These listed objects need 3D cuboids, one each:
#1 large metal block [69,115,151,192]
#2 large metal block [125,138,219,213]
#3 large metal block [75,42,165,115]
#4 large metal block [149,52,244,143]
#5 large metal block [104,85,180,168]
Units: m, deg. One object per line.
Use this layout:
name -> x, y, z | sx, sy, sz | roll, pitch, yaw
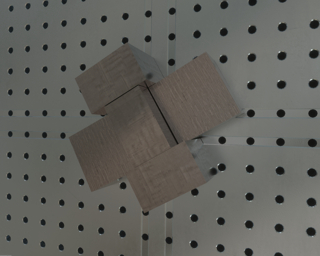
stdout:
large metal block -> -0.064, 0.031, 0.423 | 0.080, 0.050, 0.080 | -28, 80, 18
large metal block -> 0.018, 0.055, 0.377 | 0.080, 0.080, 0.050 | -30, 80, 17
large metal block -> -0.046, -0.057, 0.399 | 0.080, 0.080, 0.050 | -30, 80, 18
large metal block -> 0.046, -0.034, 0.383 | 0.080, 0.050, 0.080 | -30, 82, 17
large metal block -> -0.013, -0.002, 0.388 | 0.050, 0.080, 0.080 | -30, 80, 18
